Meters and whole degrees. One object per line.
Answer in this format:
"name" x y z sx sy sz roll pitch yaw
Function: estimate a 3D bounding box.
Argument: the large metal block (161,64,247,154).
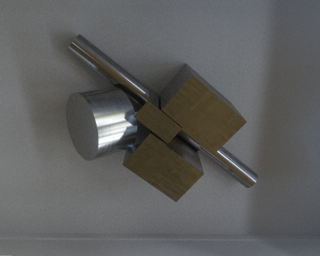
"large metal block" 0.048 -0.027 0.372 0.080 0.080 0.050 38 105 -13

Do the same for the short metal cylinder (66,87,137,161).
"short metal cylinder" -0.071 -0.006 0.371 0.050 0.080 0.079 -15 116 -37

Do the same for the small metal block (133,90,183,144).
"small metal block" -0.002 -0.015 0.367 0.050 0.050 0.025 39 105 -14

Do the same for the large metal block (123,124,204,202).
"large metal block" 0.004 0.034 0.394 0.080 0.080 0.050 37 106 -13

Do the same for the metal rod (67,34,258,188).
"metal rod" 0.013 -0.014 0.406 0.301 0.025 0.025 37 106 -13
